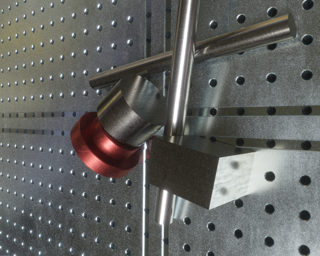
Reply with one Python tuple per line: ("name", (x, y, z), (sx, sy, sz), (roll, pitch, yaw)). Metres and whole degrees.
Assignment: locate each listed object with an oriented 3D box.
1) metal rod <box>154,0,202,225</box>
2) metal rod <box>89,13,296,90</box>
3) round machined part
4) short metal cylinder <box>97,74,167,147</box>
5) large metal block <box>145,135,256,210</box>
("metal rod", (0.020, -0.024, 0.367), (0.025, 0.025, 0.298), (18, 108, 38))
("metal rod", (0.013, -0.086, 0.396), (0.300, 0.025, 0.025), (-7, 86, 39))
("round machined part", (-0.065, 0.015, 0.414), (0.042, 0.099, 0.098), (-43, 64, 25))
("short metal cylinder", (-0.033, -0.023, 0.399), (0.050, 0.081, 0.080), (-40, 66, 32))
("large metal block", (0.044, 0.042, 0.336), (0.080, 0.081, 0.050), (16, 100, 38))
